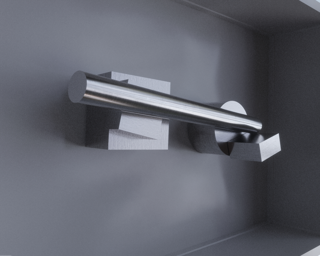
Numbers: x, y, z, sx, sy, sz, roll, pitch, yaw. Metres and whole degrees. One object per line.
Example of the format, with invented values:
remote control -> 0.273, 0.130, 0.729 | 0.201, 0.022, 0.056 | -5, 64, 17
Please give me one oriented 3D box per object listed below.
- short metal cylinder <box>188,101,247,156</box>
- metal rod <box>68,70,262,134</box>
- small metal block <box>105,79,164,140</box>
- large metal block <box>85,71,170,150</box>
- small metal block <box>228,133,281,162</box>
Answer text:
short metal cylinder -> 0.089, 0.000, 0.465 | 0.081, 0.050, 0.079 | 0, 90, -40
metal rod -> 0.038, -0.017, 0.347 | 0.302, 0.025, 0.025 | 8, 85, -48
small metal block -> -0.024, -0.017, 0.321 | 0.050, 0.025, 0.050 | 17, 79, -39
large metal block -> -0.036, -0.016, 0.358 | 0.081, 0.050, 0.080 | 3, 88, -40
small metal block -> 0.133, 0.026, 0.436 | 0.050, 0.050, 0.025 | -19, 102, -39
